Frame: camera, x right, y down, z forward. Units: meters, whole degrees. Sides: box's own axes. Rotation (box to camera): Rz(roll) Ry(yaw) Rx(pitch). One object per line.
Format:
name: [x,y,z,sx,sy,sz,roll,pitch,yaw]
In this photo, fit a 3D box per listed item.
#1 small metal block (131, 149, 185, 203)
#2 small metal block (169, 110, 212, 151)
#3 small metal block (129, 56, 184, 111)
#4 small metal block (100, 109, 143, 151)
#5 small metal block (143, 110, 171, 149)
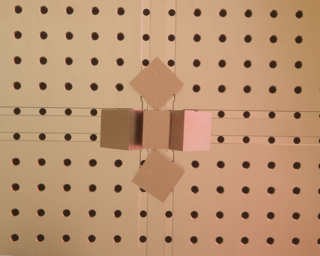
small metal block: [-0.002,0.062,0.413,0.050,0.025,0.050,34,90,1]
small metal block: [0.040,0.004,0.400,0.050,0.025,0.050,3,90,-41]
small metal block: [-0.004,-0.058,0.413,0.050,0.025,0.050,-44,89,-1]
small metal block: [-0.050,0.001,0.400,0.050,0.025,0.050,3,91,36]
small metal block: [-0.004,0.002,0.413,0.050,0.025,0.050,1,89,0]
